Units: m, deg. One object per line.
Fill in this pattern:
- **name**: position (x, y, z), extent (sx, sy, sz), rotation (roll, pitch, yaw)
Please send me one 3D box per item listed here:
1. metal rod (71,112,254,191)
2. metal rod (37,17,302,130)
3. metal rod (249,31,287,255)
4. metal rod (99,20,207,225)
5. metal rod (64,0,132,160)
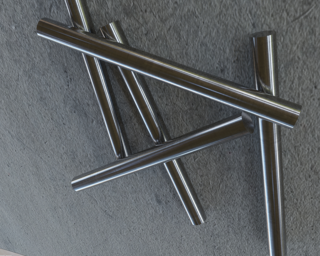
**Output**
- **metal rod**: position (-0.020, 0.042, 0.409), extent (0.299, 0.025, 0.025), rotation (-23, 106, 36)
- **metal rod**: position (-0.004, -0.065, 0.334), extent (0.301, 0.025, 0.025), rotation (22, 127, 14)
- **metal rod**: position (0.130, 0.040, 0.362), extent (0.025, 0.025, 0.298), rotation (1, 119, 28)
- **metal rod**: position (-0.001, 0.007, 0.411), extent (0.025, 0.025, 0.299), rotation (-12, 113, 33)
- **metal rod**: position (-0.083, -0.078, 0.401), extent (0.025, 0.025, 0.298), rotation (1, 119, 28)
